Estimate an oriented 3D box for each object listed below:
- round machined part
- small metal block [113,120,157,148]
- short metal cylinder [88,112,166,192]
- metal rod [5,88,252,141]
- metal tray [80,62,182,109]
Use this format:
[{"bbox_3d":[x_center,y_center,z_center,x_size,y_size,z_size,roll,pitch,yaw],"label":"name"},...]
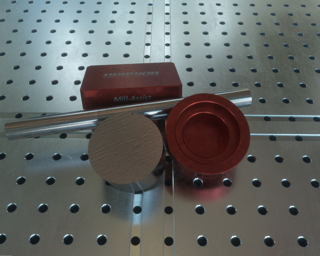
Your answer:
[{"bbox_3d":[0.054,0.011,0.373,0.099,0.042,0.098,1,72,-4],"label":"round machined part"},{"bbox_3d":[-0.035,0.009,0.410,0.050,0.025,0.050,14,51,11],"label":"small metal block"},{"bbox_3d":[-0.035,0.029,0.352,0.080,0.050,0.080,-2,68,5],"label":"short metal cylinder"},{"bbox_3d":[-0.032,-0.019,0.389,0.302,0.025,0.025,-8,51,-8],"label":"metal rod"},{"bbox_3d":[-0.040,-0.061,0.437,0.131,0.030,0.090,-3,32,-4],"label":"metal tray"}]
